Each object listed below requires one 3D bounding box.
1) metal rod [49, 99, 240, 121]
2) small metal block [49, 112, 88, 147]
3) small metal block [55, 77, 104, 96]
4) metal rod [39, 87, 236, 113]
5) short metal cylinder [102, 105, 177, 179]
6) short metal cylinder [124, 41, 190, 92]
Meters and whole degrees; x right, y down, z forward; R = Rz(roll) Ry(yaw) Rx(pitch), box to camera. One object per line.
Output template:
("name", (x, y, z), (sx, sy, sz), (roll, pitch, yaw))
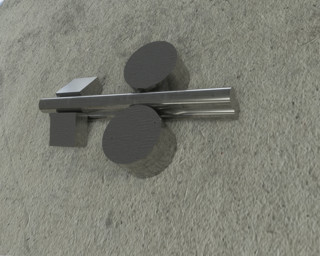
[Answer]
("metal rod", (-0.040, -0.023, 0.441), (0.300, 0.025, 0.025), (0, 62, 28))
("small metal block", (-0.137, 0.003, 0.463), (0.050, 0.025, 0.050), (1, 89, 28))
("small metal block", (-0.128, -0.058, 0.497), (0.050, 0.025, 0.050), (0, 35, 28))
("metal rod", (-0.050, -0.035, 0.421), (0.300, 0.025, 0.025), (0, 62, 28))
("short metal cylinder", (-0.025, 0.018, 0.391), (0.080, 0.050, 0.080), (-13, 56, 21))
("short metal cylinder", (-0.004, -0.075, 0.437), (0.080, 0.050, 0.080), (-13, 56, 21))
